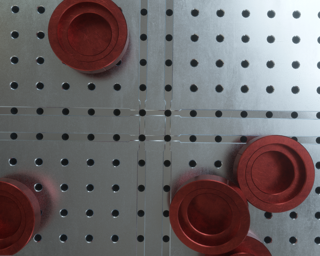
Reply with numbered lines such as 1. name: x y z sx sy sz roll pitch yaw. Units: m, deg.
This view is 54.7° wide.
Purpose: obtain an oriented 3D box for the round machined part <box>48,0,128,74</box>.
1. round machined part: -0.090 -0.119 0.404 0.099 0.042 0.097 0 90 -1

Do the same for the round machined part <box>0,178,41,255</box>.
1. round machined part: -0.204 0.113 0.402 0.099 0.042 0.097 0 90 -1

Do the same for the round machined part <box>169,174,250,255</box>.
1. round machined part: 0.064 0.106 0.397 0.098 0.042 0.097 2 100 13

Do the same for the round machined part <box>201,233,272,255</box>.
1. round machined part: 0.103 0.189 0.406 0.099 0.042 0.097 0 90 -1

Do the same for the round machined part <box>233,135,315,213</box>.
1. round machined part: 0.145 0.057 0.407 0.099 0.042 0.097 0 90 -1
